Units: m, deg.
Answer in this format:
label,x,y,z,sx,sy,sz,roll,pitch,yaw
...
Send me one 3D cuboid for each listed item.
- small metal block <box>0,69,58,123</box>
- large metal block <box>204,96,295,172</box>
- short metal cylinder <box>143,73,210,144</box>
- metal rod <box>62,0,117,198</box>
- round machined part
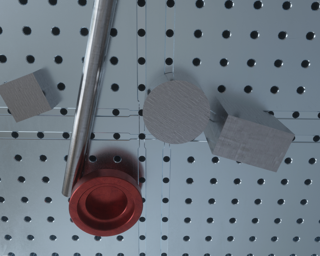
label,x,y,z,sx,sy,sz,roll,pitch,yaw
small metal block,-0.168,-0.041,0.396,0.050,0.025,0.050,-19,109,6
large metal block,0.105,0.005,0.387,0.080,0.080,0.050,16,109,-6
short metal cylinder,0.020,-0.026,0.391,0.081,0.050,0.079,0,110,-1
metal rod,-0.092,-0.042,0.396,0.025,0.025,0.298,13,109,-5
round machined part,-0.075,0.100,0.435,0.099,0.042,0.097,-3,112,-8
